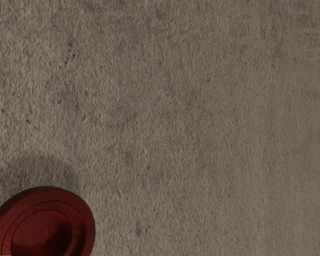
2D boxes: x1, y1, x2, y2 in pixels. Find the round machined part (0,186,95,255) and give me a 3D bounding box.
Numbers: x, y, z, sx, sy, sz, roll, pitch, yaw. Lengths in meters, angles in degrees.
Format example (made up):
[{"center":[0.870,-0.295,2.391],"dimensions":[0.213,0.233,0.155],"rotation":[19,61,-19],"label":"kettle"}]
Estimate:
[{"center":[-0.116,0.104,0.298],"dimensions":[0.099,0.042,0.097],"rotation":[0,90,-40],"label":"round machined part"}]
